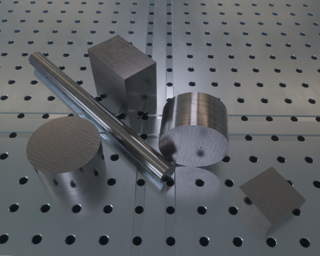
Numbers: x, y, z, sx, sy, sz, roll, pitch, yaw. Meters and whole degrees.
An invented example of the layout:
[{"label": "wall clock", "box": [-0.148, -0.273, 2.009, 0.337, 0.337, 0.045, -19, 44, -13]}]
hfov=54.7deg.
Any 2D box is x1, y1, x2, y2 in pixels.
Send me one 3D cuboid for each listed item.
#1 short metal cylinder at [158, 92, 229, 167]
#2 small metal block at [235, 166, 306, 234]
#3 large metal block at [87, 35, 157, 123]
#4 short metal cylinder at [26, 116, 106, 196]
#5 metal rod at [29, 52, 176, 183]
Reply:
[{"label": "short metal cylinder", "box": [0.041, 0.003, 0.369, 0.080, 0.080, 0.050, 4, 50, 3]}, {"label": "small metal block", "box": [0.121, 0.078, 0.343, 0.050, 0.025, 0.050, -25, 55, -20]}, {"label": "large metal block", "box": [-0.050, -0.068, 0.429, 0.050, 0.080, 0.080, -34, 58, -25]}, {"label": "short metal cylinder", "box": [-0.107, 0.032, 0.363, 0.081, 0.050, 0.080, 0, 50, 0]}, {"label": "metal rod", "box": [-0.095, -0.029, 0.430, 0.025, 0.025, 0.300, -37, 59, -27]}]
